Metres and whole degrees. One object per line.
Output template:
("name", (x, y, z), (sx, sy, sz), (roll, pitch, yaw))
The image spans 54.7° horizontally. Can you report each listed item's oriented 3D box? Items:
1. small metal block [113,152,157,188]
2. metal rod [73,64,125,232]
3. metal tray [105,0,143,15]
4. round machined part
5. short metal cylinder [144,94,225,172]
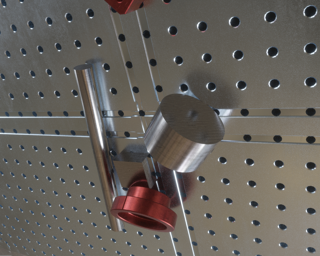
("small metal block", (-0.037, 0.065, 0.469), (0.050, 0.025, 0.050), (1, 119, 27))
("metal rod", (-0.089, 0.048, 0.485), (0.025, 0.025, 0.298), (8, 122, 23))
("metal tray", (-0.032, -0.192, 0.304), (0.090, 0.030, 0.129), (42, 129, -2))
("round machined part", (-0.021, 0.120, 0.467), (0.098, 0.042, 0.098), (13, 151, 7))
("short metal cylinder", (0.028, 0.005, 0.363), (0.080, 0.080, 0.050), (34, 129, 5))
